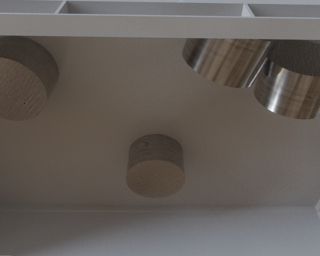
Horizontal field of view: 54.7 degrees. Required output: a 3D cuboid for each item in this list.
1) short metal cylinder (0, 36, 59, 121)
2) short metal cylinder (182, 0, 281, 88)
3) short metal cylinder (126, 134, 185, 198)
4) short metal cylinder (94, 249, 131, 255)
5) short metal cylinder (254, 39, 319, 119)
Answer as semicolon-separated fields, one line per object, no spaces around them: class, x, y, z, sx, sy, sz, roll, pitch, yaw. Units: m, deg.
short metal cylinder;-0.160;-0.054;0.345;0.081;0.050;0.079;0;130;0
short metal cylinder;0.068;-0.083;0.303;0.081;0.080;0.050;14;129;-12
short metal cylinder;-0.006;0.055;0.439;0.081;0.050;0.079;0;130;0
short metal cylinder;-0.100;0.295;0.646;0.081;0.050;0.079;0;130;0
short metal cylinder;0.146;-0.053;0.329;0.081;0.080;0.050;2;130;-2
